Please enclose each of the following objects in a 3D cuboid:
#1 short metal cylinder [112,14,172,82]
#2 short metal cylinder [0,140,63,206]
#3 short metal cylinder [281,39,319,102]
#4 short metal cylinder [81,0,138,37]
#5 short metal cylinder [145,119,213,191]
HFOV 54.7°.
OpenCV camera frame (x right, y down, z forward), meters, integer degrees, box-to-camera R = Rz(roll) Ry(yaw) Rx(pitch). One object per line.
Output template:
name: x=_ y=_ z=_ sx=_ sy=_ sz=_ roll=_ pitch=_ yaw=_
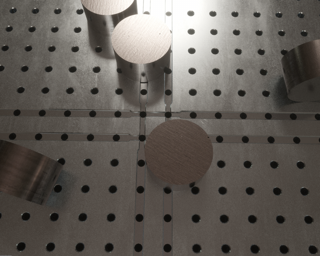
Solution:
short metal cylinder: x=-0.025 y=-0.112 z=0.439 sx=0.081 sy=0.050 sz=0.080 roll=0 pitch=70 yaw=0
short metal cylinder: x=-0.162 y=0.053 z=0.361 sx=0.080 sy=0.080 sz=0.050 roll=18 pitch=71 yaw=6
short metal cylinder: x=0.208 y=-0.074 z=0.412 sx=0.081 sy=0.080 sz=0.050 roll=-3 pitch=70 yaw=-2
short metal cylinder: x=-0.075 y=-0.185 z=0.465 sx=0.081 sy=0.050 sz=0.080 roll=0 pitch=70 yaw=-1
short metal cylinder: x=0.022 y=0.035 z=0.386 sx=0.081 sy=0.050 sz=0.080 roll=0 pitch=70 yaw=0
